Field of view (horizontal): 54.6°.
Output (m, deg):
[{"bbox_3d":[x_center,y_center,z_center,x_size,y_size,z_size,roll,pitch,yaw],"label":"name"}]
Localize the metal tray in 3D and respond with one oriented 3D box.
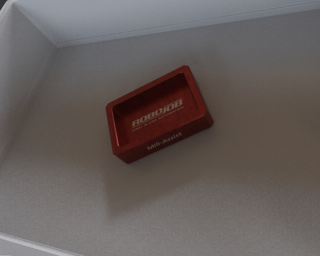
[{"bbox_3d":[-0.005,-0.018,0.413,0.130,0.030,0.090,-25,53,12],"label":"metal tray"}]
